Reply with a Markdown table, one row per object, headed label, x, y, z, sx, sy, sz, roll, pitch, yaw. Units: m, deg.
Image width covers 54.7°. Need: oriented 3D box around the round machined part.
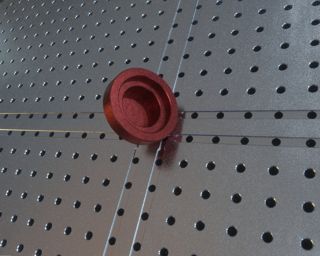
| label | x | y | z | sx | sy | sz | roll | pitch | yaw |
| --- | --- | --- | --- | --- | --- | --- | --- | --- | --- |
| round machined part | -0.028 | -0.025 | 0.401 | 0.042 | 0.099 | 0.098 | -27 | 44 | 52 |
